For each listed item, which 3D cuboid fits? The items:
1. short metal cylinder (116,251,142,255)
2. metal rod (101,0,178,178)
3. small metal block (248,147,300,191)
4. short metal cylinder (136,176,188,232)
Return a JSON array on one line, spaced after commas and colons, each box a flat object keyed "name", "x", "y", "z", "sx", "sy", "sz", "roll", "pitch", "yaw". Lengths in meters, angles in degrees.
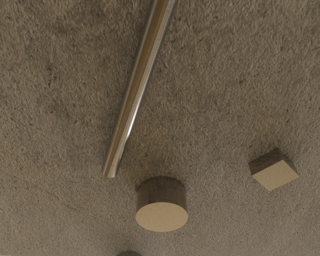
[{"name": "short metal cylinder", "x": -0.063, "y": 0.299, "z": 0.625, "sx": 0.080, "sy": 0.080, "sz": 0.050, "roll": -1, "pitch": 130, "yaw": 1}, {"name": "metal rod", "x": -0.029, "y": -0.044, "z": 0.369, "sx": 0.025, "sy": 0.025, "sz": 0.298, "roll": 14, "pitch": 129, "yaw": -12}, {"name": "small metal block", "x": 0.169, "y": 0.062, "z": 0.462, "sx": 0.050, "sy": 0.025, "sz": 0.050, "roll": -35, "pitch": 122, "yaw": 26}, {"name": "short metal cylinder", "x": 0.003, "y": 0.122, "z": 0.495, "sx": 0.081, "sy": 0.050, "sz": 0.079, "roll": 0, "pitch": 130, "yaw": 0}]
